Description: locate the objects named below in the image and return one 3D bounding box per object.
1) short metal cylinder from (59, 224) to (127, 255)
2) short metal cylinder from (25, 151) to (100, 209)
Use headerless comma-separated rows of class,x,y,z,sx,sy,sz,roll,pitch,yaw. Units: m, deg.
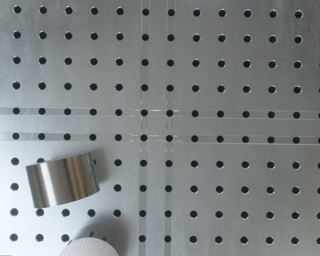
short metal cylinder,-0.086,0.172,0.400,0.081,0.050,0.079,0,90,0
short metal cylinder,-0.120,0.062,0.385,0.080,0.080,0.050,-12,90,0
